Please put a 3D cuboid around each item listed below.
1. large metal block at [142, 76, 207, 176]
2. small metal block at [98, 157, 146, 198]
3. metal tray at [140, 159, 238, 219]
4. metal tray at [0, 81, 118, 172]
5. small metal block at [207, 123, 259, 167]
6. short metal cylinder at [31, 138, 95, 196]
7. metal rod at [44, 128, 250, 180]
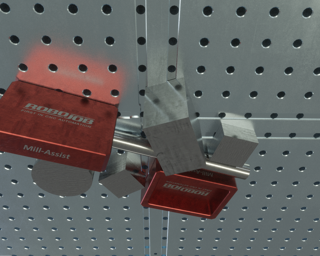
[{"bbox_3d":[0.018,-0.002,0.375,0.050,0.080,0.080,-14,129,12],"label":"large metal block"},{"bbox_3d":[-0.058,0.077,0.478,0.050,0.025,0.050,-26,126,20],"label":"small metal block"},{"bbox_3d":[0.044,0.098,0.491,0.131,0.030,0.089,14,129,-12],"label":"metal tray"},{"bbox_3d":[-0.120,-0.004,0.363,0.131,0.090,0.030,14,129,-12],"label":"metal tray"},{"bbox_3d":[0.101,0.025,0.433,0.050,0.025,0.050,13,129,-11],"label":"small metal block"},{"bbox_3d":[-0.132,0.052,0.437,0.081,0.050,0.079,0,130,0],"label":"short metal cylinder"},{"bbox_3d":[-0.013,0.028,0.435,0.302,0.025,0.025,15,129,-13],"label":"metal rod"}]
